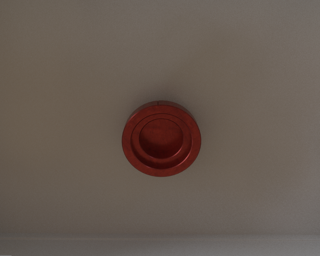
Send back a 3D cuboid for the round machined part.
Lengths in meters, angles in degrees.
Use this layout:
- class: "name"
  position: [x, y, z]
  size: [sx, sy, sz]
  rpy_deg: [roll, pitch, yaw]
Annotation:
- class: "round machined part"
  position: [0.002, 0.011, 0.402]
  size: [0.099, 0.042, 0.097]
  rpy_deg: [0, 110, -1]
